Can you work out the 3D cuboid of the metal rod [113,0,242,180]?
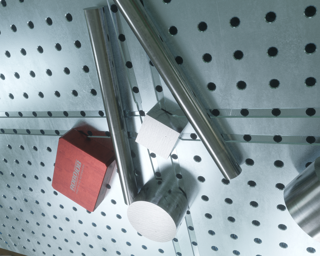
[{"bbox_3d":[0.014,-0.064,0.363,0.025,0.025,0.299,-24,106,36],"label":"metal rod"}]

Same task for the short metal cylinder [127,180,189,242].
[{"bbox_3d":[-0.003,0.126,0.473,0.080,0.050,0.079,13,124,20],"label":"short metal cylinder"}]

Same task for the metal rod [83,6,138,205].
[{"bbox_3d":[-0.062,-0.011,0.434,0.025,0.025,0.298,7,122,24],"label":"metal rod"}]

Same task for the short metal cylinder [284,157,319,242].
[{"bbox_3d":[0.181,0.076,0.327,0.080,0.080,0.050,33,129,6],"label":"short metal cylinder"}]

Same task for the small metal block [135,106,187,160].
[{"bbox_3d":[0.001,0.007,0.414,0.050,0.025,0.050,30,128,8],"label":"small metal block"}]

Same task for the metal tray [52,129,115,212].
[{"bbox_3d":[-0.130,0.074,0.520,0.090,0.030,0.129,30,128,8],"label":"metal tray"}]
